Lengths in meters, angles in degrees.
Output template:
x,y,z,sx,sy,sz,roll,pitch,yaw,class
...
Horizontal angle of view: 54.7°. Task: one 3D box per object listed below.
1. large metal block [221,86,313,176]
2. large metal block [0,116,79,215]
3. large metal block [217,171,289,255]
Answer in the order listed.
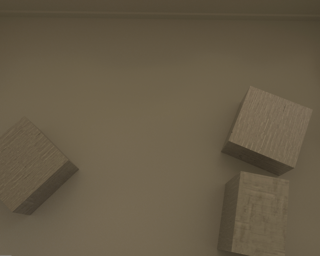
x,y,z,sx,sy,sz,roll,pitch,yaw,class
0.134,0.005,0.395,0.080,0.050,0.080,23,72,8,large metal block
-0.162,0.047,0.378,0.080,0.050,0.080,42,75,13,large metal block
0.101,0.099,0.345,0.050,0.080,0.080,11,71,4,large metal block
